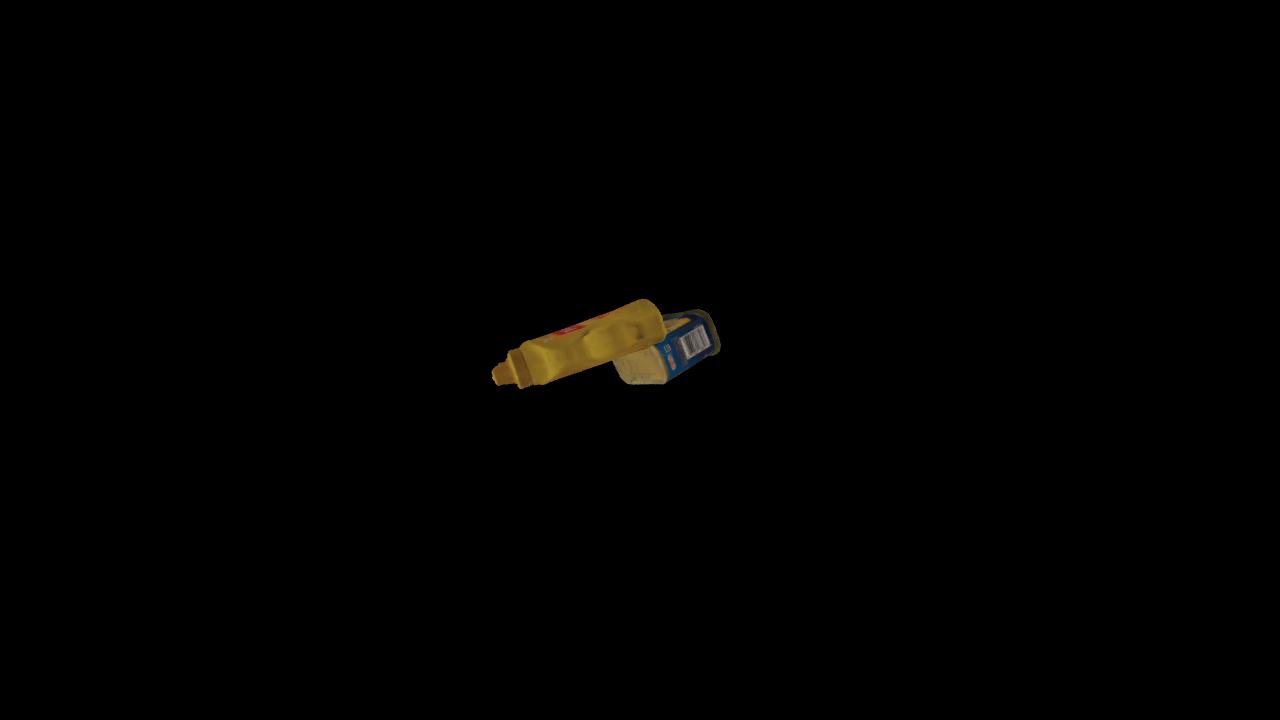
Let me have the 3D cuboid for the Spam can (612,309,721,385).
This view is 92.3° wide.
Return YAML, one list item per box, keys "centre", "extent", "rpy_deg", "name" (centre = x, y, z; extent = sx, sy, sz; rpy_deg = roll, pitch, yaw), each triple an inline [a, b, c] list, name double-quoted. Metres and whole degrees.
- centre: [0.027, -0.013, 0.709]
  extent: [0.085, 0.058, 0.101]
  rpy_deg: [-30, 14, -32]
  name: "Spam can"

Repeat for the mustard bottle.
- centre: [-0.069, -0.012, 0.657]
  extent: [0.184, 0.054, 0.092]
  rpy_deg: [-21, 16, -13]
  name: "mustard bottle"
